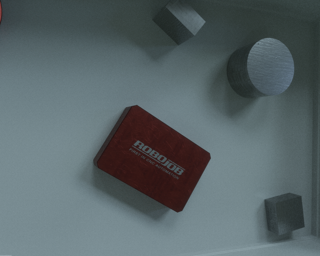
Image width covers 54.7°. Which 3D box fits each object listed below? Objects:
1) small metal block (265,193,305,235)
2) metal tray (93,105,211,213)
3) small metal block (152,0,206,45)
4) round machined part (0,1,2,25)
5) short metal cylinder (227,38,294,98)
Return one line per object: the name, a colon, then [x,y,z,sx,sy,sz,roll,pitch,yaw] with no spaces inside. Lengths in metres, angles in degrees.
small metal block: [0.195,0.133,0.485,0.050,0.025,0.050,-8,93,-20]
metal tray: [-0.008,0.041,0.406,0.130,0.030,0.090,33,79,-17]
small metal block: [0.024,-0.141,0.407,0.050,0.050,0.025,40,77,-16]
round machined part: [-0.217,-0.122,0.310,0.099,0.042,0.097,-2,93,-42]
short metal cylinder: [0.146,-0.085,0.453,0.081,0.050,0.079,0,90,-21]
